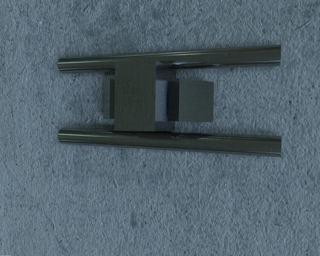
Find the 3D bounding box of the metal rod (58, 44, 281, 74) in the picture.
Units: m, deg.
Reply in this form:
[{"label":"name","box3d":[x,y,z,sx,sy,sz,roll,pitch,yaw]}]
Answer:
[{"label":"metal rod","box3d":[-0.002,-0.089,0.410,0.301,0.025,0.025,2,91,19]}]

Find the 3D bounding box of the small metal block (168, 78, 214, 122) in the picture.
[{"label":"small metal block","box3d":[0.038,-0.033,0.381,0.025,0.050,0.050,1,90,61]}]

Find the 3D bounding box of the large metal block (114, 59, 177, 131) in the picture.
[{"label":"large metal block","box3d":[-0.015,-0.037,0.388,0.050,0.080,0.079,1,90,20]}]

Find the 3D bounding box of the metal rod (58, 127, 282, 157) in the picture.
[{"label":"metal rod","box3d":[-0.001,0.017,0.410,0.301,0.025,0.025,2,91,19]}]

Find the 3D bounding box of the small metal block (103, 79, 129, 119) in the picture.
[{"label":"small metal block","box3d":[-0.059,-0.037,0.415,0.025,0.050,0.050,1,91,-20]}]
